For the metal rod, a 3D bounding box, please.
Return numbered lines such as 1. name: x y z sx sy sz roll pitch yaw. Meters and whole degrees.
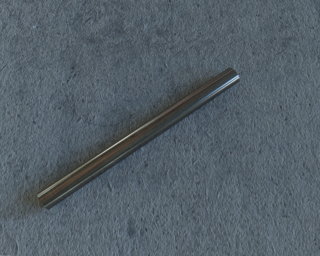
1. metal rod: -0.019 0.007 0.407 0.301 0.025 0.025 -34 74 -12
